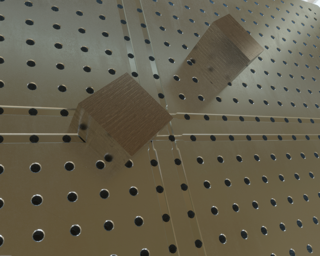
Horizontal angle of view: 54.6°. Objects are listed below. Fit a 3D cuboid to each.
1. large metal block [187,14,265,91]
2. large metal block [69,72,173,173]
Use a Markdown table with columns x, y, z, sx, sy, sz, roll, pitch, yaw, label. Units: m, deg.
| x | y | z | sx | sy | sz | roll | pitch | yaw | label |
| --- | --- | --- | --- | --- | --- | --- | --- | --- | --- |
| 0.104 | -0.121 | 0.502 | 0.080 | 0.080 | 0.050 | 48 | 51 | 5 | large metal block |
| -0.046 | -0.008 | 0.372 | 0.080 | 0.050 | 0.080 | 45 | 51 | 3 | large metal block |
